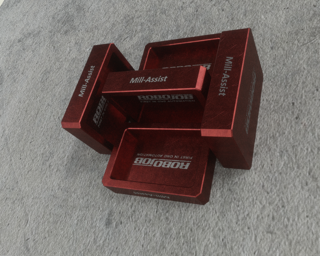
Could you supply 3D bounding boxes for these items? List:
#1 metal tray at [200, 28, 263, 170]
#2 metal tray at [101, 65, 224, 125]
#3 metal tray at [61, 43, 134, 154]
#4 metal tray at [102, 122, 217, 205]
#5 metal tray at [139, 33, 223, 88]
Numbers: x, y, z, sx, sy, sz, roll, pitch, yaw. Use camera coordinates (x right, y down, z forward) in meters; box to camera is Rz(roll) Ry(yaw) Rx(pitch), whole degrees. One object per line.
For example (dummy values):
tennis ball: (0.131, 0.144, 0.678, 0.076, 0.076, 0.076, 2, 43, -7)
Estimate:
metal tray: (0.084, -0.030, 0.338, 0.030, 0.090, 0.130, 1, 62, 29)
metal tray: (0.006, -0.034, 0.383, 0.130, 0.090, 0.030, 1, 64, 29)
metal tray: (-0.074, -0.039, 0.426, 0.030, 0.090, 0.130, 1, 63, 29)
metal tray: (0.001, 0.039, 0.379, 0.130, 0.030, 0.090, 1, 61, 28)
metal tray: (0.033, -0.082, 0.436, 0.130, 0.030, 0.090, 1, 65, 28)
